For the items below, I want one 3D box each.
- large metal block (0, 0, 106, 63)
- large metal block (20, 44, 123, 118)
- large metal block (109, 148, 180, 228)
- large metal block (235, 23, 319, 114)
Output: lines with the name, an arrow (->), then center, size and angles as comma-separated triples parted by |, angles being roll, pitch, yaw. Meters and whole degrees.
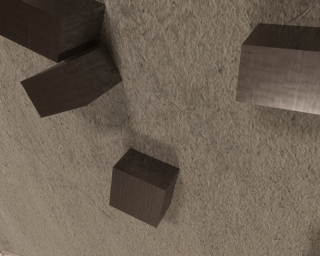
large metal block -> -0.122, -0.125, 0.356 | 0.080, 0.080, 0.050 | 27, 128, 11
large metal block -> -0.109, -0.059, 0.390 | 0.080, 0.080, 0.050 | -10, 113, 32
large metal block -> -0.024, 0.088, 0.456 | 0.080, 0.050, 0.079 | 22, 127, 14
large metal block -> 0.118, -0.056, 0.274 | 0.080, 0.080, 0.050 | 12, 123, 21
